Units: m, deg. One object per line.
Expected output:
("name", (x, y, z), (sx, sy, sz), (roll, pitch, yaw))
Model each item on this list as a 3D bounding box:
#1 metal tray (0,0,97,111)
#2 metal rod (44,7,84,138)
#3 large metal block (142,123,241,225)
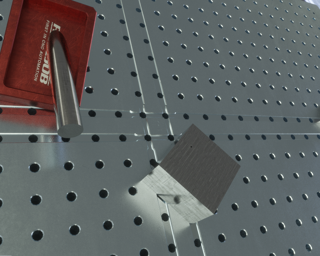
("metal tray", (-0.131, -0.089, 0.360), (0.091, 0.030, 0.129), (12, 77, -22))
("metal rod", (-0.131, -0.118, 0.385), (0.025, 0.025, 0.299), (0, 54, -28))
("large metal block", (0.039, 0.055, 0.379), (0.080, 0.050, 0.080), (42, 51, 0))
